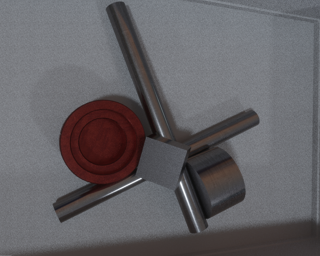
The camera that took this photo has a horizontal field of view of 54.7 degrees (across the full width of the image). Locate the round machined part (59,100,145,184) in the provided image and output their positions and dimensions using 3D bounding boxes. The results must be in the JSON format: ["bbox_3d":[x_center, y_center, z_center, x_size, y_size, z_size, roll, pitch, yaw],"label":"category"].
[{"bbox_3d":[-0.071,0.016,0.375,0.099,0.042,0.097,0,90,-21],"label":"round machined part"}]

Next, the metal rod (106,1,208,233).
[{"bbox_3d":[-0.003,-0.013,0.390,0.025,0.025,0.299,-21,90,-19],"label":"metal rod"}]

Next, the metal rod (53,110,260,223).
[{"bbox_3d":[0.009,0.043,0.414,0.302,0.025,0.025,-24,98,-19],"label":"metal rod"}]

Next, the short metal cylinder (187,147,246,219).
[{"bbox_3d":[0.065,0.071,0.405,0.050,0.080,0.080,-21,97,-19],"label":"short metal cylinder"}]

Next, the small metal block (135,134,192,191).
[{"bbox_3d":[0.004,0.040,0.368,0.050,0.025,0.050,18,101,13],"label":"small metal block"}]
